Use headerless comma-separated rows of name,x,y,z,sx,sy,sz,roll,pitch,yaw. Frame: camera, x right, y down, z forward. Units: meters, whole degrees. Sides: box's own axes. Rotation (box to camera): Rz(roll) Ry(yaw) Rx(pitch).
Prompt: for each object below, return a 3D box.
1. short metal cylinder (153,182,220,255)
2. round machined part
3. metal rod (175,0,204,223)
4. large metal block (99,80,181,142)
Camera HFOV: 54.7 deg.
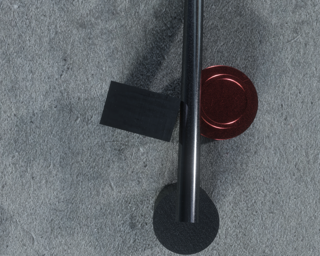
short metal cylinder,0.032,0.113,0.398,0.081,0.050,0.080,0,90,0
round machined part,0.079,-0.033,0.402,0.099,0.042,0.097,0,90,0
metal rod,0.038,-0.043,0.372,0.025,0.025,0.299,3,75,0
large metal block,-0.022,-0.019,0.382,0.080,0.080,0.050,15,90,0
